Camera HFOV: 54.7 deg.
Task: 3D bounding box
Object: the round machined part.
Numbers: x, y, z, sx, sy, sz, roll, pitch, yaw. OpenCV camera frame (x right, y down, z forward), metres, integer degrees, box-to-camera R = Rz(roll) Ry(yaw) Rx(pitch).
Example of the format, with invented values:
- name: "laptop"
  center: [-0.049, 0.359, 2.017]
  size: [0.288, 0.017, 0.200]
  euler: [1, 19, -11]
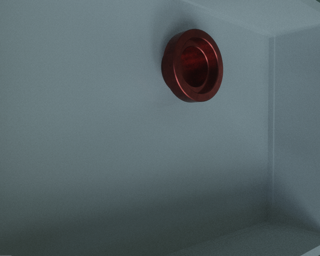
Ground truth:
- name: "round machined part"
  center: [0.041, -0.084, 0.432]
  size: [0.099, 0.042, 0.097]
  euler: [0, 90, -40]
